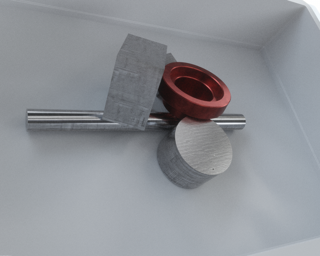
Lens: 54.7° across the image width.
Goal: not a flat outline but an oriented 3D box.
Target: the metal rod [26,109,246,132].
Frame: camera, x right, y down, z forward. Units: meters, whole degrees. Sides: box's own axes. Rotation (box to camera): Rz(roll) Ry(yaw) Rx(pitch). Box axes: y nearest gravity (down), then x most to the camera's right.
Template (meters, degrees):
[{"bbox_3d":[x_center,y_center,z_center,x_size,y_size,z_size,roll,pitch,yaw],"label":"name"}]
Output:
[{"bbox_3d":[-0.010,-0.009,0.403,0.303,0.025,0.025,0,62,-29],"label":"metal rod"}]

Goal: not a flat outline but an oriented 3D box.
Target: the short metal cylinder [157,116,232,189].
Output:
[{"bbox_3d":[0.043,0.030,0.393,0.081,0.050,0.080,14,56,-21],"label":"short metal cylinder"}]

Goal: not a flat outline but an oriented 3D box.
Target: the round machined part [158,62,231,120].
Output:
[{"bbox_3d":[0.042,-0.044,0.420,0.099,0.042,0.098,15,39,-12],"label":"round machined part"}]

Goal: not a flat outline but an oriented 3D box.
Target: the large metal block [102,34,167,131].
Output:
[{"bbox_3d":[-0.029,-0.056,0.370,0.050,0.079,0.080,16,32,-6],"label":"large metal block"}]

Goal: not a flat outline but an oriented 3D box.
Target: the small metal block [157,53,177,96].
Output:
[{"bbox_3d":[0.006,-0.080,0.458,0.050,0.025,0.050,-23,75,-37],"label":"small metal block"}]
